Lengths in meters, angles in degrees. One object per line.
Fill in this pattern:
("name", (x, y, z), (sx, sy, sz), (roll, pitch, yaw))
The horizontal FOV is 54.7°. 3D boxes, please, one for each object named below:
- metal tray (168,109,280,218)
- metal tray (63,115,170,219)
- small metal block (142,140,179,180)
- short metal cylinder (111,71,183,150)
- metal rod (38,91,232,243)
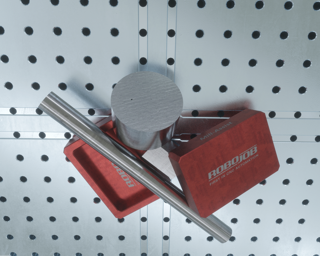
("metal tray", (0.085, 0.043, 0.396), (0.131, 0.030, 0.090), (-28, 110, -16))
("metal tray", (-0.055, 0.053, 0.425), (0.090, 0.030, 0.130), (-30, 108, 10))
("small metal block", (0.005, 0.033, 0.407), (0.050, 0.050, 0.025), (39, 106, -13))
("short metal cylinder", (-0.017, -0.020, 0.366), (0.081, 0.080, 0.050), (8, 152, -3))
("metal rod", (-0.021, 0.058, 0.399), (0.301, 0.025, 0.025), (39, 105, -14))
